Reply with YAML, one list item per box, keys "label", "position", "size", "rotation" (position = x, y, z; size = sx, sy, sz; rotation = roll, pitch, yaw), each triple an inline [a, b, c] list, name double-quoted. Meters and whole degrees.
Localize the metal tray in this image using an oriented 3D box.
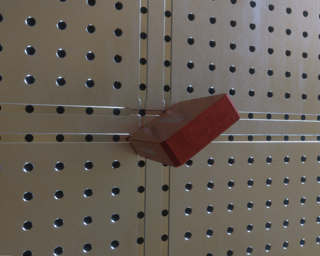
- label: "metal tray"
  position: [0.022, 0.001, 0.366]
  size: [0.090, 0.130, 0.030]
  rotation: [-36, 102, -17]
